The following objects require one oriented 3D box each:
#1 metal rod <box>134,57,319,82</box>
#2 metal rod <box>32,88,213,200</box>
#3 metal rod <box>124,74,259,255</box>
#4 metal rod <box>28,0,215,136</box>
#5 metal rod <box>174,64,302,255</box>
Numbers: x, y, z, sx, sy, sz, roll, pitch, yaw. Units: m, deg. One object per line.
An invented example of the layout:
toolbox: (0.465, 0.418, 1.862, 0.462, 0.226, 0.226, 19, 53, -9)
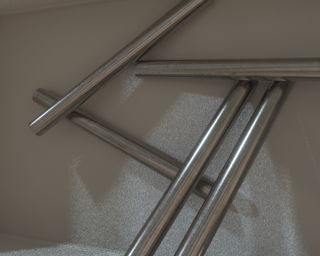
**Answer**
metal rod: (0.103, -0.066, 0.348, 0.300, 0.025, 0.025, 6, 92, 29)
metal rod: (-0.059, 0.016, 0.431, 0.301, 0.025, 0.025, 28, 99, 17)
metal rod: (0.025, 0.062, 0.338, 0.025, 0.025, 0.300, 30, 75, 17)
metal rod: (-0.057, -0.085, 0.414, 0.300, 0.025, 0.025, -36, 79, 10)
metal rod: (0.073, 0.054, 0.323, 0.025, 0.025, 0.300, 28, 75, 18)
